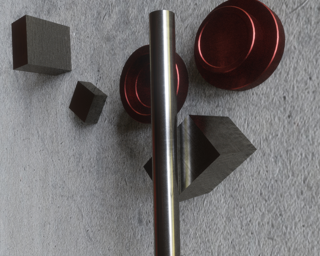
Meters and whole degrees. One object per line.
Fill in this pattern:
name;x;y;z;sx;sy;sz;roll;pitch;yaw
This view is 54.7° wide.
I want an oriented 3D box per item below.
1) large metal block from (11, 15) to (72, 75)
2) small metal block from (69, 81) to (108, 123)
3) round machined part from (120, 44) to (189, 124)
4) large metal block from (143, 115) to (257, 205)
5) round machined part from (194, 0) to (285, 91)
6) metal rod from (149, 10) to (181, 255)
large metal block;-0.205;-0.140;0.538;0.050;0.081;0.080;-6;86;40
small metal block;-0.117;-0.042;0.502;0.050;0.025;0.050;38;113;33
round machined part;-0.003;-0.054;0.396;0.098;0.042;0.097;0;90;40
large metal block;0.043;0.032;0.333;0.080;0.081;0.050;-50;61;28
round machined part;0.077;-0.090;0.331;0.098;0.042;0.097;0;90;40
metal rod;0.005;0.040;0.296;0.025;0.025;0.298;-2;89;40
